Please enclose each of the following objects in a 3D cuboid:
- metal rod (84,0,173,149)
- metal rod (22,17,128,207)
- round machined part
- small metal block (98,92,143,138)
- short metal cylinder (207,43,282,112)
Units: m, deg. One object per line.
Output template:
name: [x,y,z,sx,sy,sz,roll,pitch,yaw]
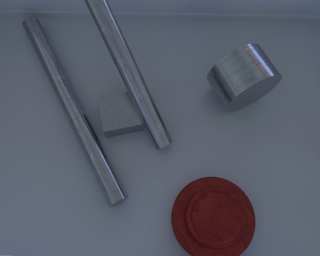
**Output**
metal rod: [-0.057,-0.111,0.380,0.025,0.025,0.299,-27,99,-9]
metal rod: [-0.122,-0.033,0.420,0.025,0.025,0.299,-27,73,-10]
round machined part: [0.063,0.105,0.363,0.099,0.042,0.098,0,70,-1]
small metal block: [-0.053,-0.018,0.416,0.050,0.025,0.050,-11,71,-5]
short metal cylinder: [0.109,-0.064,0.405,0.080,0.080,0.050,-25,72,-9]
